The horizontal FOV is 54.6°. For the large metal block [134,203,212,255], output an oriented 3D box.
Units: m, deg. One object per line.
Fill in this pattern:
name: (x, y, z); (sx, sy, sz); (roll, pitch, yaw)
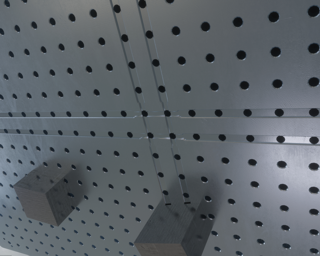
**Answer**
large metal block: (0.022, 0.161, 0.464); (0.080, 0.080, 0.050); (-13, 111, 34)

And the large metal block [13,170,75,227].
large metal block: (-0.221, 0.134, 0.596); (0.080, 0.050, 0.080); (6, 121, 25)
